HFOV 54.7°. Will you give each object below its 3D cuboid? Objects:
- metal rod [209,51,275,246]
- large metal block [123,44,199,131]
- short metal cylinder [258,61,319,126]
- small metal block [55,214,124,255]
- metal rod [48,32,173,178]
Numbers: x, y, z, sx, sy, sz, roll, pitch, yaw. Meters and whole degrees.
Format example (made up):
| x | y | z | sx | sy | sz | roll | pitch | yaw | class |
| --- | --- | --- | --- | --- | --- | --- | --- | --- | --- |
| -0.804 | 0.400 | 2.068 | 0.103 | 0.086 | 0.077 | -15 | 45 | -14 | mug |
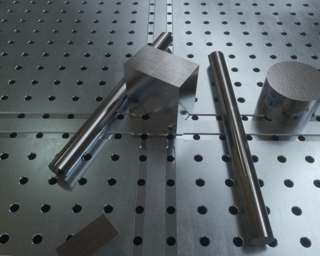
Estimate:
| x | y | z | sx | sy | sz | roll | pitch | yaw | class |
| --- | --- | --- | --- | --- | --- | --- | --- | --- | --- |
| 0.097 | -0.001 | 0.408 | 0.025 | 0.025 | 0.300 | -2 | 50 | -1 | metal rod |
| 0.002 | -0.054 | 0.417 | 0.080 | 0.080 | 0.050 | 26 | 55 | 20 | large metal block |
| 0.184 | -0.049 | 0.433 | 0.080 | 0.050 | 0.080 | 0 | 50 | 0 | short metal cylinder |
| -0.064 | 0.116 | 0.293 | 0.050 | 0.050 | 0.025 | -33 | 58 | -25 | small metal block |
| -0.055 | -0.052 | 0.450 | 0.025 | 0.025 | 0.301 | 21 | 53 | 16 | metal rod |
